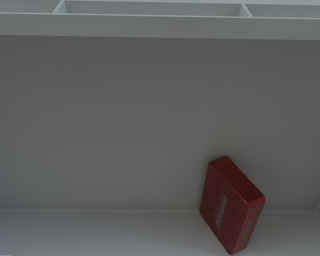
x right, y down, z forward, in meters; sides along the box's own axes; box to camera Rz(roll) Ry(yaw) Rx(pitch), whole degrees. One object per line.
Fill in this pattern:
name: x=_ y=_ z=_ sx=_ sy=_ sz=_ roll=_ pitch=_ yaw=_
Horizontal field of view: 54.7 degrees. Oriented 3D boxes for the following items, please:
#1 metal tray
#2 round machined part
metal tray: x=0.102 y=0.117 z=0.465 sx=0.030 sy=0.090 sz=0.129 roll=-17 pitch=134 yaw=-22
round machined part: x=-0.180 y=0.249 z=0.610 sx=0.099 sy=0.042 sz=0.097 roll=-1 pitch=130 yaw=0
